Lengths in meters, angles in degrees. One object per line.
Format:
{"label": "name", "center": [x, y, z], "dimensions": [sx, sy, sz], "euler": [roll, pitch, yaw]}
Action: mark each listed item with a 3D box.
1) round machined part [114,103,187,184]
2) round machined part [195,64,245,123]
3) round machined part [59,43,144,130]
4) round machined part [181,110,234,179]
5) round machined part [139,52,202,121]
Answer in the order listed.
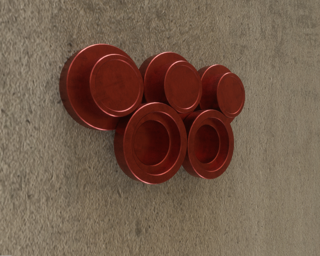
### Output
{"label": "round machined part", "center": [-0.016, 0.018, 0.384], "dimensions": [0.099, 0.042, 0.097], "euler": [0, 90, -40]}
{"label": "round machined part", "center": [0.094, -0.049, 0.477], "dimensions": [0.099, 0.042, 0.097], "euler": [0, 90, -40]}
{"label": "round machined part", "center": [-0.058, -0.046, 0.348], "dimensions": [0.099, 0.042, 0.097], "euler": [0, 90, -40]}
{"label": "round machined part", "center": [0.060, 0.023, 0.448], "dimensions": [0.099, 0.042, 0.097], "euler": [0, 90, -40]}
{"label": "round machined part", "center": [0.018, -0.053, 0.413], "dimensions": [0.099, 0.042, 0.097], "euler": [0, 90, -40]}
